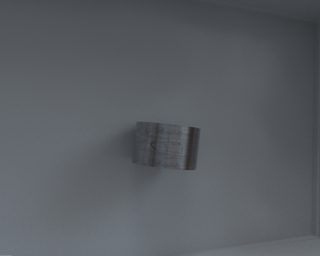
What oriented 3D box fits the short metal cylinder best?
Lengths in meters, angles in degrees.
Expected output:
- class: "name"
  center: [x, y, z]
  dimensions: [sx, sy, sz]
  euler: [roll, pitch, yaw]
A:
- class: "short metal cylinder"
  center: [0.008, 0.022, 0.385]
  dimensions: [0.081, 0.080, 0.050]
  euler: [7, 88, -20]
